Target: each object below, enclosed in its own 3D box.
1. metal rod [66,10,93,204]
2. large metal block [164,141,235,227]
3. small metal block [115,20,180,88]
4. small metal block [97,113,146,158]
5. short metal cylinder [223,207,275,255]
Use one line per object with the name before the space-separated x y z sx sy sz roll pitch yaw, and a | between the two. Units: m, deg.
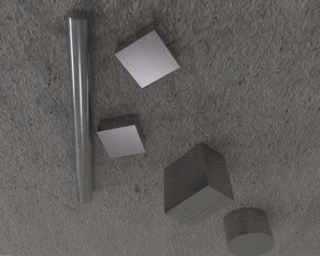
metal rod | -0.101 -0.001 0.405 0.025 0.025 0.298 6 130 -5
large metal block | 0.051 0.080 0.440 0.050 0.080 0.080 34 122 -26
small metal block | -0.013 -0.080 0.339 0.050 0.025 0.050 -26 126 20
small metal block | -0.050 0.011 0.416 0.050 0.025 0.050 -11 130 8
short metal cylinder | 0.157 0.186 0.551 0.081 0.050 0.079 0 130 0
